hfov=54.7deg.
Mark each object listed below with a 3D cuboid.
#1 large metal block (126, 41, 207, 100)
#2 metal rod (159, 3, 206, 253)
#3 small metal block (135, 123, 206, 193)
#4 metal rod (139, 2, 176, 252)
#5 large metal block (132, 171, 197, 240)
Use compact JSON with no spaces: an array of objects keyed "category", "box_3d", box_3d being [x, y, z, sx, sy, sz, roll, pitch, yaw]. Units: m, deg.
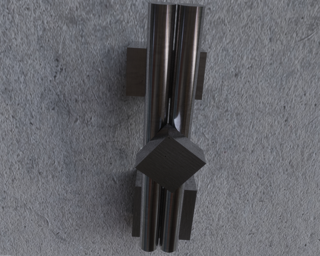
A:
[{"category":"large metal block","box_3d":[0.006,-0.069,0.357,0.081,0.080,0.050,3,110,-1]},{"category":"metal rod","box_3d":[0.020,0.023,0.342,0.025,0.025,0.298,3,117,-1]},{"category":"small metal block","box_3d":[0.010,0.032,0.319,0.050,0.025,0.050,38,111,-19]},{"category":"metal rod","box_3d":[-0.006,0.022,0.341,0.025,0.025,0.298,3,117,-1]},{"category":"large metal block","box_3d":[0.005,0.106,0.436,0.081,0.050,0.079,5,110,-2]}]
